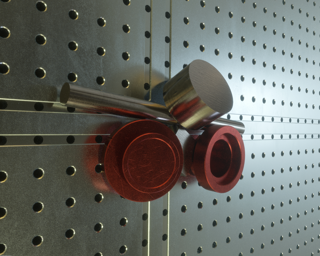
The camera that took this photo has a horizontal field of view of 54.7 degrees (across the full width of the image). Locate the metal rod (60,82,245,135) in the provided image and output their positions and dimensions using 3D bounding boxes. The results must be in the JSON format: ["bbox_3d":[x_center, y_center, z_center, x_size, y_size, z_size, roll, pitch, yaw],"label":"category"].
[{"bbox_3d":[0.016,-0.017,0.418,0.302,0.025,0.025,9,84,-40],"label":"metal rod"}]

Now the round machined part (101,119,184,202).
[{"bbox_3d":[-0.016,0.039,0.363,0.099,0.042,0.097,0,91,-22],"label":"round machined part"}]

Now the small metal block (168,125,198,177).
[{"bbox_3d":[0.024,0.031,0.424,0.050,0.025,0.050,44,64,-31],"label":"small metal block"}]

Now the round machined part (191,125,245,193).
[{"bbox_3d":[0.081,0.044,0.459,0.099,0.042,0.097,-3,95,-43],"label":"round machined part"}]

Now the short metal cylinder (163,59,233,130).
[{"bbox_3d":[0.051,-0.043,0.412,0.080,0.050,0.080,24,50,-31],"label":"short metal cylinder"}]
